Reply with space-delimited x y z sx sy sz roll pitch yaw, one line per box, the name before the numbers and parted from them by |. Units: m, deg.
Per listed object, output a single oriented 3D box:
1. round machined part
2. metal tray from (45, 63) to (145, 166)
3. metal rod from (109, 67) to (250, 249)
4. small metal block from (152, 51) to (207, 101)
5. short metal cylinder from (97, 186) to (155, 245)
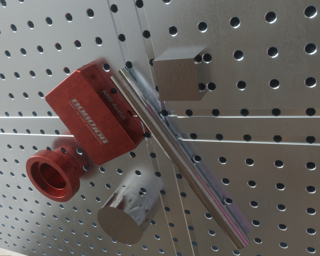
round machined part | -0.180 0.078 0.541 0.098 0.042 0.097 13 124 20
metal tray | -0.094 -0.015 0.446 0.090 0.030 0.130 -27 104 37
metal rod | 0.032 0.048 0.422 0.025 0.025 0.299 -28 104 37
small metal block | 0.024 -0.059 0.361 0.050 0.025 0.050 2 119 27
short metal cylinder | -0.055 0.144 0.511 0.080 0.050 0.079 13 124 20
